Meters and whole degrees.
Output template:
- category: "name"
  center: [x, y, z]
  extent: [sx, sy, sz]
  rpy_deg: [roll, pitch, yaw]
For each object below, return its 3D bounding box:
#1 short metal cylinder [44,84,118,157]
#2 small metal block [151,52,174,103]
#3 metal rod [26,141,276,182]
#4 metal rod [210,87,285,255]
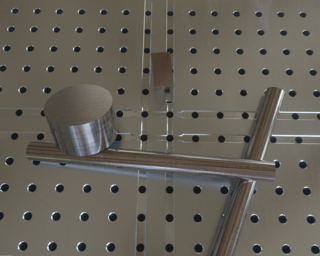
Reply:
- category: "short metal cylinder"
  center: [-0.096, -0.011, 0.385]
  extent: [0.080, 0.050, 0.080]
  rpy_deg: [-1, 42, 1]
- category: "small metal block"
  center: [0.003, -0.068, 0.423]
  extent: [0.025, 0.050, 0.050]
  rpy_deg: [-5, 70, -2]
- category: "metal rod"
  center: [-0.017, 0.040, 0.381]
  extent: [0.302, 0.025, 0.025]
  rpy_deg: [4, 70, 7]
- category: "metal rod"
  center: [0.102, 0.079, 0.383]
  extent: [0.025, 0.025, 0.300]
  rpy_deg: [22, 71, 7]
